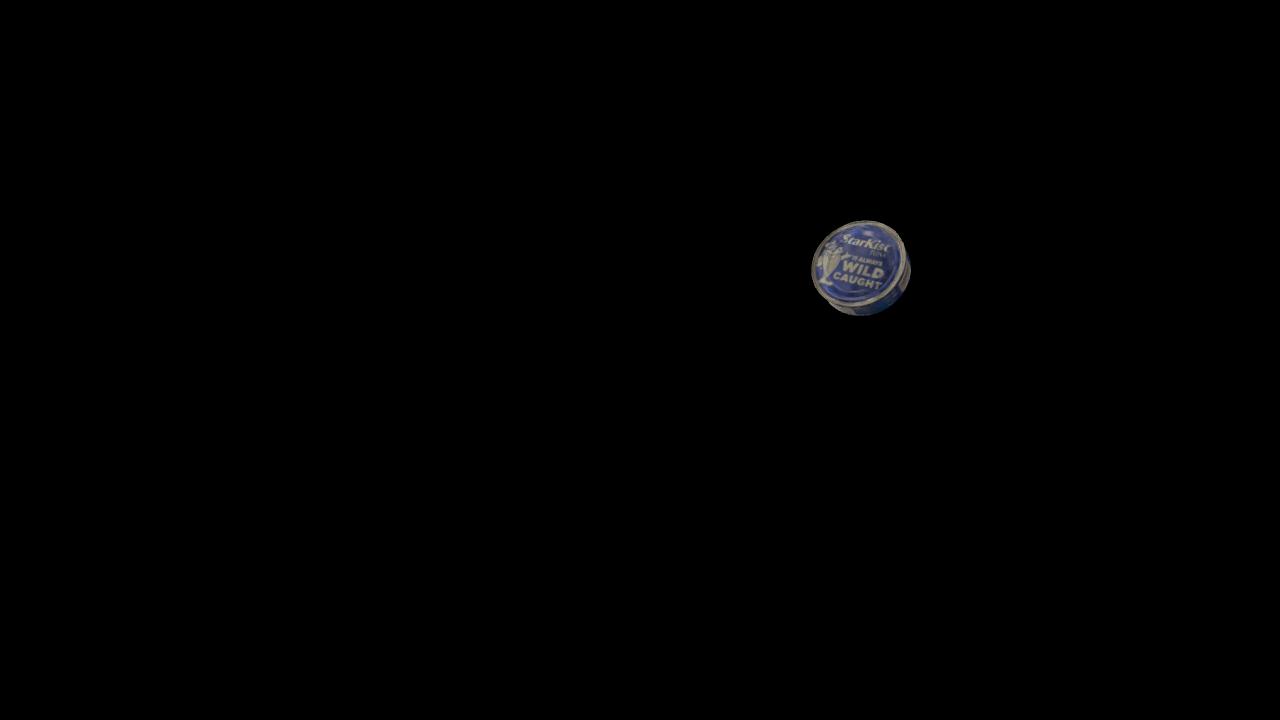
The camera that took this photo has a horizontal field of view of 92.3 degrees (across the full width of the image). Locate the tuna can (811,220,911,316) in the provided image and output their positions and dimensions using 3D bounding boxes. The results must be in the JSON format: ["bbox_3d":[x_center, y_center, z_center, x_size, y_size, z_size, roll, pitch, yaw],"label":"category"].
[{"bbox_3d":[0.206,-0.084,0.572,0.084,0.084,0.034,0,-14,34],"label":"tuna can"}]
